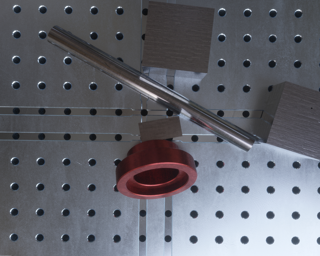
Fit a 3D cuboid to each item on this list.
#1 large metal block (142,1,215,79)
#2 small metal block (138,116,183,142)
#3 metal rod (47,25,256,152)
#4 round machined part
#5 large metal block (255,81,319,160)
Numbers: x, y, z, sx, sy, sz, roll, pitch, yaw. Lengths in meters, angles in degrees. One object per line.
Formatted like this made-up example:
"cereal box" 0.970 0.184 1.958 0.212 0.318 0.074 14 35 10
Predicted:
"large metal block" 0.022 -0.111 0.401 0.080 0.050 0.080 6 90 0
"small metal block" 0.001 0.003 0.400 0.050 0.050 0.025 -10 88 0
"metal rod" -0.011 -0.052 0.413 0.301 0.025 0.025 29 90 0
"round machined part" -0.006 0.050 0.386 0.099 0.098 0.042 -9 55 0
"large metal block" 0.180 -0.007 0.402 0.080 0.050 0.080 17 90 0
